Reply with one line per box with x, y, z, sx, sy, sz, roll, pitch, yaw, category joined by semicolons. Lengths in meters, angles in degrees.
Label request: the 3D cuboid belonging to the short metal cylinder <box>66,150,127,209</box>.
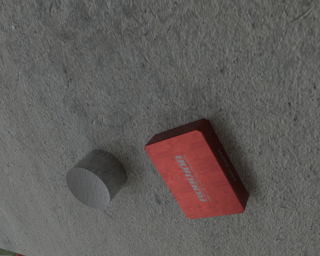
-0.101;0.082;0.494;0.080;0.050;0.079;13;124;21;short metal cylinder

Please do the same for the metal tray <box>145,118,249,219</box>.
0.050;0.059;0.414;0.090;0.030;0.130;-20;108;35;metal tray
